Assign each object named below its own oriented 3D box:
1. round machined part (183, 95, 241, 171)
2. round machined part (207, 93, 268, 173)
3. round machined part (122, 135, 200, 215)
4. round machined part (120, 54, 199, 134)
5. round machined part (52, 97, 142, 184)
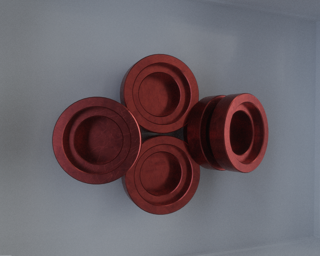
[{"bbox_3d":[0.069,0.006,0.414,0.099,0.042,0.097,1,89,-42],"label":"round machined part"},{"bbox_3d":[0.093,0.006,0.393,0.099,0.042,0.097,0,90,-42],"label":"round machined part"},{"bbox_3d":[-0.002,0.057,0.398,0.099,0.042,0.097,0,90,-20],"label":"round machined part"},{"bbox_3d":[-0.003,-0.042,0.398,0.099,0.042,0.097,0,90,-20],"label":"round machined part"},{"bbox_3d":[-0.070,0.014,0.363,0.099,0.042,0.097,0,90,1],"label":"round machined part"}]
